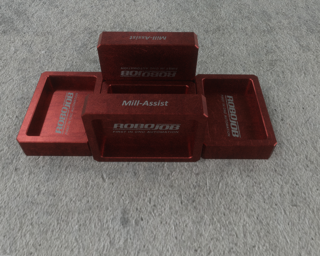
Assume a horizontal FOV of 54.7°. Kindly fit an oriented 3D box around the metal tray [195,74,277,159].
[{"bbox_3d":[0.095,-0.019,0.419,0.091,0.030,0.130,1,50,0],"label":"metal tray"}]

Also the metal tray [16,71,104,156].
[{"bbox_3d":[-0.126,-0.023,0.419,0.091,0.030,0.130,1,50,0],"label":"metal tray"}]

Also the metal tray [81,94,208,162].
[{"bbox_3d":[-0.016,0.002,0.358,0.131,0.089,0.030,0,50,0],"label":"metal tray"}]

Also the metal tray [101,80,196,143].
[{"bbox_3d":[-0.016,-0.024,0.421,0.131,0.030,0.090,1,50,0],"label":"metal tray"}]

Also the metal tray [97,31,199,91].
[{"bbox_3d":[-0.016,-0.089,0.437,0.131,0.089,0.030,0,50,-1],"label":"metal tray"}]
